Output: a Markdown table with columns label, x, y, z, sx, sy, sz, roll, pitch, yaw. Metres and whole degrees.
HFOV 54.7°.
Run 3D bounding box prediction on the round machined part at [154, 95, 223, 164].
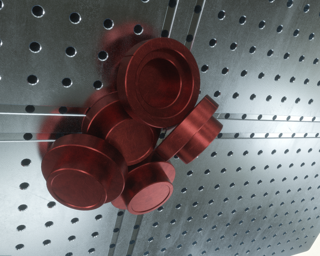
| label | x | y | z | sx | sy | sz | roll | pitch | yaw |
| --- | --- | --- | --- | --- | --- | --- | --- | --- | --- |
| round machined part | 0.041 | 0.007 | 0.391 | 0.042 | 0.098 | 0.098 | 43 | 95 | 2 |

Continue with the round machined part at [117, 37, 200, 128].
| label | x | y | z | sx | sy | sz | roll | pitch | yaw |
| --- | --- | --- | --- | --- | --- | --- | --- | --- | --- |
| round machined part | -0.005 | -0.051 | 0.353 | 0.099 | 0.042 | 0.097 | -6 | 101 | -33 |

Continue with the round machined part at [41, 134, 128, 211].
| label | x | y | z | sx | sy | sz | roll | pitch | yaw |
| --- | --- | --- | --- | --- | --- | --- | --- | --- | --- |
| round machined part | -0.090 | 0.058 | 0.357 | 0.099 | 0.042 | 0.097 | 4 | 127 | 6 |

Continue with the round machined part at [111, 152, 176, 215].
| label | x | y | z | sx | sy | sz | roll | pitch | yaw |
| --- | --- | --- | --- | --- | --- | --- | --- | --- | --- |
| round machined part | -0.021 | 0.081 | 0.424 | 0.099 | 0.042 | 0.097 | -20 | 139 | -18 |

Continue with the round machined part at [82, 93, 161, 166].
| label | x | y | z | sx | sy | sz | roll | pitch | yaw |
| --- | --- | --- | --- | --- | --- | --- | --- | --- | --- |
| round machined part | -0.042 | 0.008 | 0.382 | 0.099 | 0.042 | 0.097 | -14 | 125 | -21 |
